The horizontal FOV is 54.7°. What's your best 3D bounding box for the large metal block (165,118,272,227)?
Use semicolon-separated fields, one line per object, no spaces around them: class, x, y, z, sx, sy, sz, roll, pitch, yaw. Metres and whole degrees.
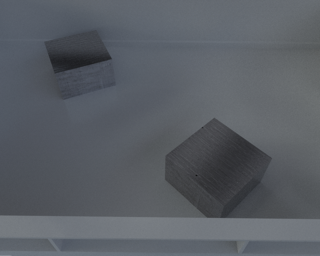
large metal block;0.063;0.047;0.350;0.080;0.050;0.080;-36;59;-26

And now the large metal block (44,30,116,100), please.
large metal block;-0.121;-0.097;0.470;0.081;0.050;0.080;-18;53;-15
